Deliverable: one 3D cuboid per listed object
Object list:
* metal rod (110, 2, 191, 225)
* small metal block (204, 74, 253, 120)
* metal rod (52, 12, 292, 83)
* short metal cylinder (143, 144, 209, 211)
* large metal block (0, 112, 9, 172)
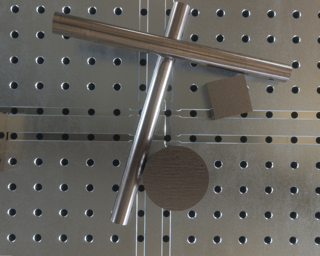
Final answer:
[{"bbox_3d":[-0.013,-0.019,0.413,0.025,0.025,0.298,16,90,-1],"label":"metal rod"},{"bbox_3d":[0.091,-0.040,0.415,0.050,0.025,0.050,-13,90,-1],"label":"small metal block"},{"bbox_3d":[0.023,-0.098,0.389,0.302,0.025,0.025,10,90,-10],"label":"metal rod"},{"bbox_3d":[0.019,0.061,0.401,0.081,0.050,0.079,0,90,-1],"label":"short metal cylinder"},{"bbox_3d":[-0.250,0.016,0.398,0.081,0.050,0.079,5,90,-1],"label":"large metal block"}]
